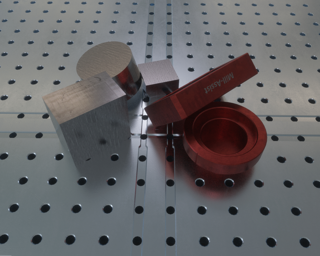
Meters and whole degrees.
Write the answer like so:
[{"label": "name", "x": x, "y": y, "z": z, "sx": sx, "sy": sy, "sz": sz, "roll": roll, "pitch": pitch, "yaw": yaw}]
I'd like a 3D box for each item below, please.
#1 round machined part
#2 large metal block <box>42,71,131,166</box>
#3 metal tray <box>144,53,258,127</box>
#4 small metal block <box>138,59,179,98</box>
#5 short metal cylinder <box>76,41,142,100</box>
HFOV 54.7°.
[{"label": "round machined part", "x": 0.077, "y": 0.016, "z": 0.384, "sx": 0.099, "sy": 0.042, "sz": 0.098, "roll": 0, "pitch": 50, "yaw": 0}, {"label": "large metal block", "x": -0.086, "y": -0.011, "z": 0.381, "sx": 0.081, "sy": 0.080, "sz": 0.050, "roll": -28, "pitch": 56, "yaw": -21}, {"label": "metal tray", "x": 0.052, "y": -0.049, "z": 0.408, "sx": 0.131, "sy": 0.090, "sz": 0.030, "roll": -32, "pitch": 97, "yaw": -24}, {"label": "small metal block", "x": -0.003, "y": -0.076, "z": 0.472, "sx": 0.050, "sy": 0.025, "sz": 0.050, "roll": -12, "pitch": 51, "yaw": -11}, {"label": "short metal cylinder", "x": -0.072, "y": -0.079, "z": 0.446, "sx": 0.080, "sy": 0.050, "sz": 0.080, "roll": -8, "pitch": 53, "yaw": 10}]
